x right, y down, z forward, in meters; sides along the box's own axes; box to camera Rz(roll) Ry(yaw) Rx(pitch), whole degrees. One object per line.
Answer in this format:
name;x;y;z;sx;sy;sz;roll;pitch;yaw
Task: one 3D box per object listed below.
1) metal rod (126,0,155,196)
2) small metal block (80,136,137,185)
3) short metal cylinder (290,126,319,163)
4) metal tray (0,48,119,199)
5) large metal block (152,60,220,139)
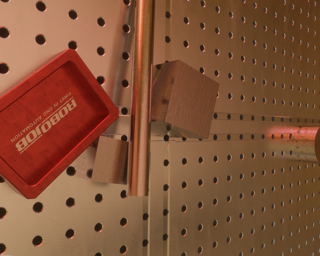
metal rod;-0.021;-0.072;0.371;0.025;0.025;0.298;10;78;-40
small metal block;-0.059;0.037;0.360;0.050;0.025;0.050;16;80;-39
short metal cylinder;0.324;0.035;0.665;0.081;0.050;0.079;0;90;-40
metal tray;-0.113;-0.007;0.310;0.130;0.030;0.090;-48;119;-29
large metal block;0.028;-0.035;0.416;0.080;0.050;0.080;21;77;-38
